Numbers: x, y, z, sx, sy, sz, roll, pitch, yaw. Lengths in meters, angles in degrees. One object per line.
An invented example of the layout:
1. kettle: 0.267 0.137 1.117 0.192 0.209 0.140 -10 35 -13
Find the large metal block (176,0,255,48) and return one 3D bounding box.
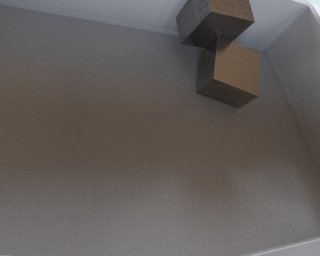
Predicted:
1. large metal block: 0.083 -0.167 0.476 0.081 0.080 0.050 1 71 -28

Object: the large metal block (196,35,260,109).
1. large metal block: 0.109 -0.087 0.493 0.081 0.050 0.080 18 64 -18
